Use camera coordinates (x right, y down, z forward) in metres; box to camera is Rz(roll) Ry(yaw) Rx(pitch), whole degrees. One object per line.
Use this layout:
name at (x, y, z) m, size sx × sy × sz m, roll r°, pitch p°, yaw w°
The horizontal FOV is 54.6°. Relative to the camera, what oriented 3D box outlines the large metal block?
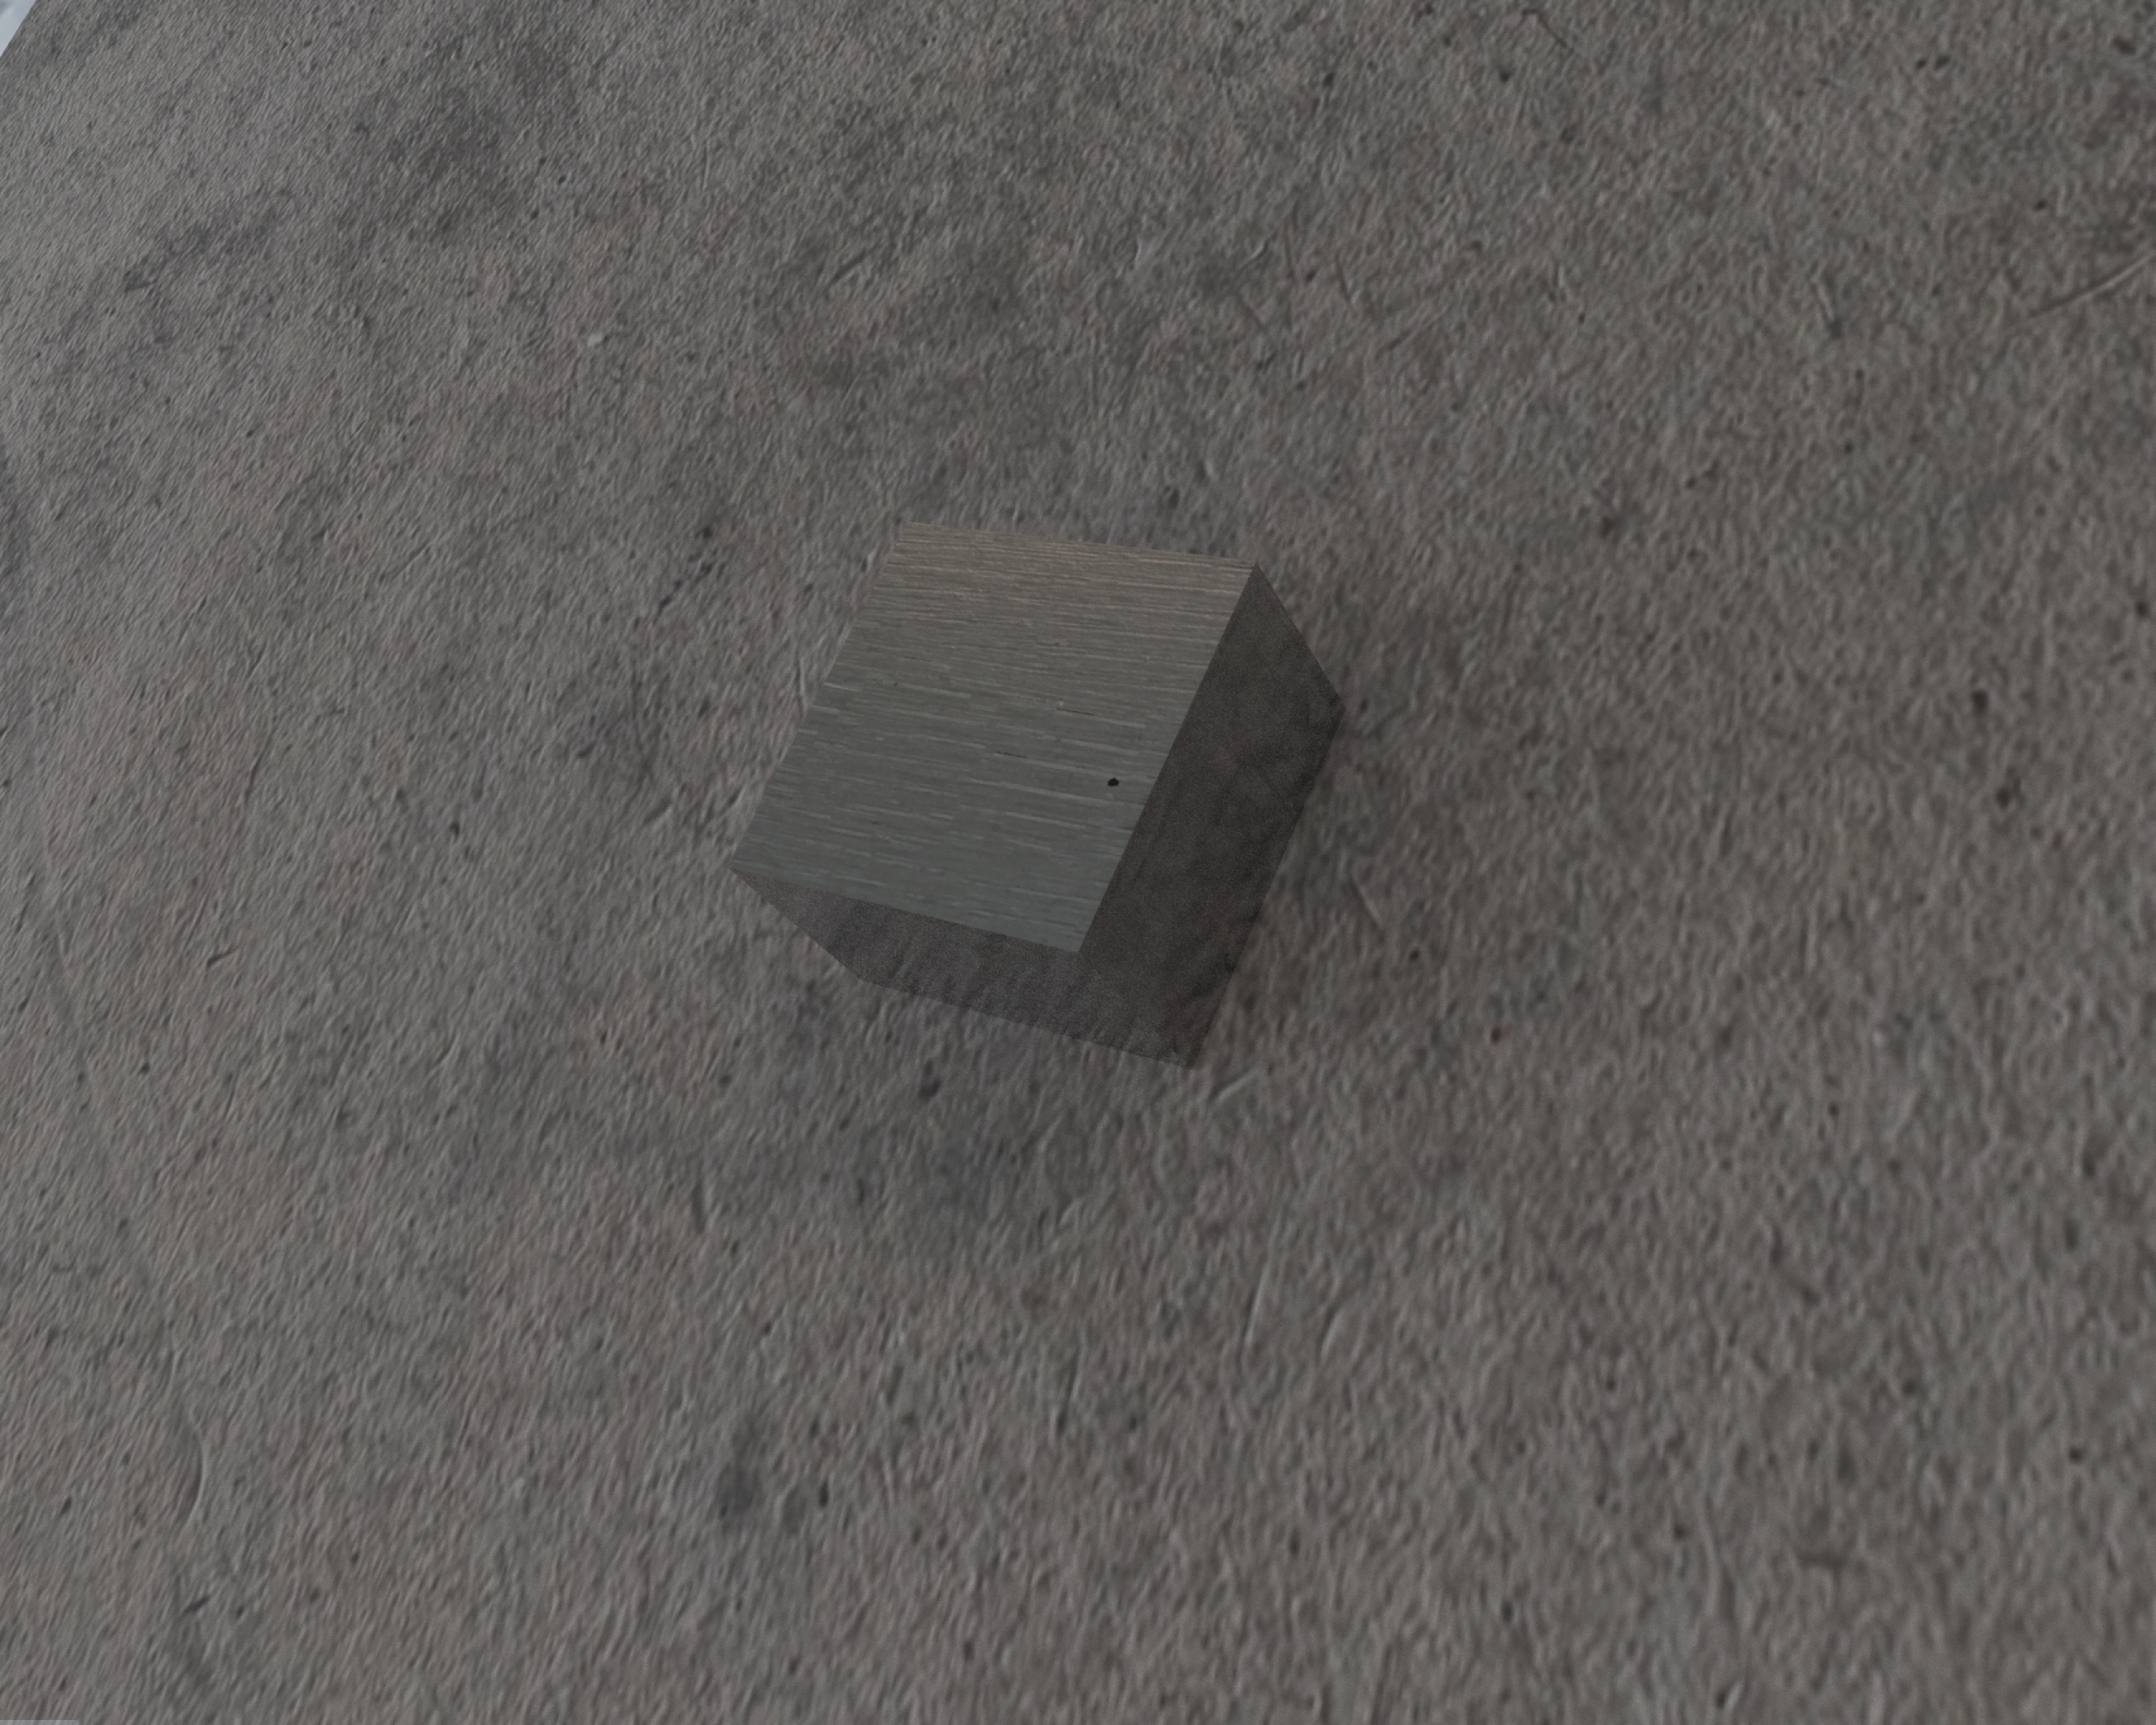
large metal block at (-0.006, -0.015, 0.401) m, size 0.080 × 0.050 × 0.080 m, roll 12°, pitch 68°, yaw 33°
